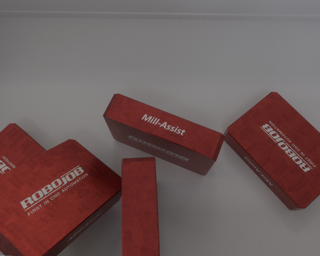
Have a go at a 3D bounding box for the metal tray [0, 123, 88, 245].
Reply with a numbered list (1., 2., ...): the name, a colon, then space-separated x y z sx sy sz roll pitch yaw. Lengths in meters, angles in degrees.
1. metal tray: -0.166 0.067 0.381 0.130 0.030 0.090 38 74 12

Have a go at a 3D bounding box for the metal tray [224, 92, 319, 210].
1. metal tray: 0.158 0.027 0.398 0.090 0.030 0.130 -38 74 -13

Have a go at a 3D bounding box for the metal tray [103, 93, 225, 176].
1. metal tray: 0.004 0.011 0.370 0.130 0.090 0.030 22 72 7

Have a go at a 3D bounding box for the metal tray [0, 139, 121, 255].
1. metal tray: -0.109 0.071 0.319 0.090 0.030 0.131 36 36 14

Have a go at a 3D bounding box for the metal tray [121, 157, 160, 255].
1. metal tray: -0.017 0.089 0.321 0.030 0.130 0.090 -3 70 -1
